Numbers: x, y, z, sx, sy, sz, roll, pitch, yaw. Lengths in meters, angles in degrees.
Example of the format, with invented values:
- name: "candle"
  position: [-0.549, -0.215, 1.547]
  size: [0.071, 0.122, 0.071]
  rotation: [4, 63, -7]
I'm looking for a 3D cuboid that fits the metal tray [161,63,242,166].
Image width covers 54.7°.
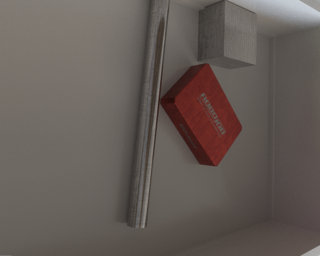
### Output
- name: "metal tray"
  position: [0.066, -0.018, 0.461]
  size: [0.090, 0.030, 0.130]
  rotation: [-49, 120, -29]

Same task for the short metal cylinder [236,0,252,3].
- name: "short metal cylinder"
  position: [0.156, -0.261, 0.526]
  size: [0.081, 0.050, 0.079]
  rotation: [0, 90, -40]

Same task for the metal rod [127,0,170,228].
- name: "metal rod"
  position: [-0.014, -0.027, 0.396]
  size: [0.025, 0.025, 0.298]
  rotation: [10, 84, -40]

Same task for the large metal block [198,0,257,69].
- name: "large metal block"
  position: [0.105, -0.140, 0.481]
  size: [0.081, 0.050, 0.079]
  rotation: [2, 89, -40]
